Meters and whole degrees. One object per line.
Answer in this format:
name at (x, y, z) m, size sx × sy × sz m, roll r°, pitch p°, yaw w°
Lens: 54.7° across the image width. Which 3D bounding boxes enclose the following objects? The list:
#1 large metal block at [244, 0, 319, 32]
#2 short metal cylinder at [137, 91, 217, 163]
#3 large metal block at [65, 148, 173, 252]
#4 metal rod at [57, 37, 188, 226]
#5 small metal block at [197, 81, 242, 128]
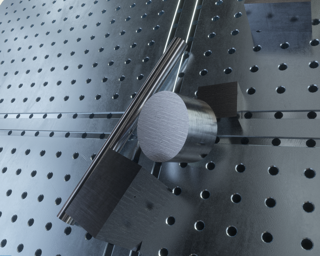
large metal block at (0.168, -0.176, 0.412) m, size 0.080 × 0.050 × 0.080 m, roll 13°, pitch 68°, yaw 33°
short metal cylinder at (0.019, 0.001, 0.361) m, size 0.080 × 0.050 × 0.080 m, roll -8°, pitch 78°, yaw 44°
large metal block at (-0.041, 0.081, 0.344) m, size 0.050 × 0.080 × 0.080 m, roll 24°, pitch 75°, yaw 36°
metal rod at (-0.045, -0.005, 0.433) m, size 0.025 × 0.025 × 0.300 m, roll 21°, pitch 73°, yaw 35°
small metal block at (0.074, -0.027, 0.386) m, size 0.050 × 0.025 × 0.050 m, roll -5°, pitch 59°, yaw 25°
